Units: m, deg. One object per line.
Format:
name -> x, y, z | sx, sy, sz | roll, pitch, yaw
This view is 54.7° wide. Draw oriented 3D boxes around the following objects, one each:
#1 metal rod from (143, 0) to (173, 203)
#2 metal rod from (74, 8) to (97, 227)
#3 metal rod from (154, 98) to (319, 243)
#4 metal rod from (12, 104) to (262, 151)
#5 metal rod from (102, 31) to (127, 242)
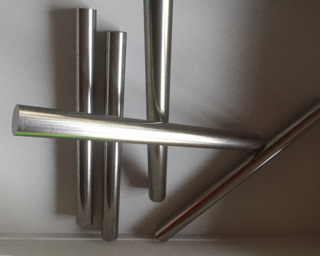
metal rod -> -0.003, -0.012, 0.348 | 0.025, 0.025, 0.298 | 0, 133, 0
metal rod -> -0.099, 0.001, 0.410 | 0.025, 0.025, 0.298 | 5, 110, -2
metal rod -> 0.109, 0.066, 0.436 | 0.299, 0.025, 0.025 | -42, 105, 13
metal rod -> 0.008, 0.007, 0.332 | 0.302, 0.025, 0.025 | 6, 114, -37
metal rod -> -0.064, 0.025, 0.419 | 0.025, 0.025, 0.298 | 4, 110, -2
